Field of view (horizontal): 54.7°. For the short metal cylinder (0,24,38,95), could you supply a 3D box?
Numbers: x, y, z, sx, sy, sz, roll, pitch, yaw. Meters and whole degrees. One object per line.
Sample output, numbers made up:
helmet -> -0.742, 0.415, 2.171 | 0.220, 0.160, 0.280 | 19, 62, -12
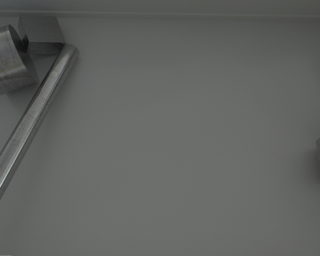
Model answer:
short metal cylinder -> -0.205, -0.090, 0.411 | 0.050, 0.080, 0.080 | -23, 72, -8

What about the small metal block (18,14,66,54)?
small metal block -> -0.170, -0.134, 0.445 | 0.050, 0.025, 0.050 | -10, 67, -36

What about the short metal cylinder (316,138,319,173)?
short metal cylinder -> 0.234, 0.038, 0.370 | 0.081, 0.080, 0.050 | 2, 70, 0

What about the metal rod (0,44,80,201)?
metal rod -> -0.167, 0.011, 0.375 | 0.025, 0.025, 0.300 | 14, 60, 5
